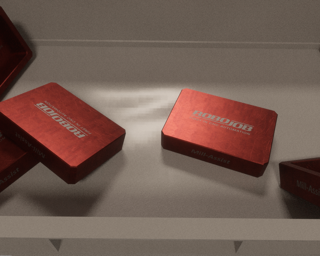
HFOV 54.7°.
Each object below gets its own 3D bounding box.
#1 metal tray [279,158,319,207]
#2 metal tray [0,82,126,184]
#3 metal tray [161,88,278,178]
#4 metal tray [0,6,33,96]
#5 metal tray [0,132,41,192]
[{"bbox_3d":[0.190,0.054,0.303,0.091,0.130,0.030,-6,94,-6],"label":"metal tray"},{"bbox_3d":[-0.119,0.000,0.375,0.130,0.030,0.091,33,40,17],"label":"metal tray"},{"bbox_3d":[0.077,0.002,0.401,0.130,0.030,0.090,16,52,13],"label":"metal tray"},{"bbox_3d":[-0.248,-0.102,0.441,0.030,0.090,0.130,-1,48,21],"label":"metal tray"},{"bbox_3d":[-0.214,0.040,0.366,0.090,0.030,0.131,32,57,24],"label":"metal tray"}]
